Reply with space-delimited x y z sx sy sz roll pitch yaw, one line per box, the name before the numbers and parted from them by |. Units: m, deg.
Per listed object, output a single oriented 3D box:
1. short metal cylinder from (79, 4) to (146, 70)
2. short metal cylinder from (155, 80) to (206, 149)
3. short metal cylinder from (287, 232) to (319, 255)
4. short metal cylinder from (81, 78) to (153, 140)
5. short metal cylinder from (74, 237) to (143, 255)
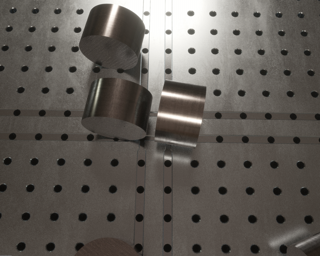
short metal cylinder | -0.065 -0.123 0.427 0.080 0.080 0.050 10 71 3
short metal cylinder | 0.026 -0.017 0.389 0.050 0.080 0.080 10 70 3
short metal cylinder | 0.182 0.154 0.329 0.050 0.080 0.080 -21 72 -8
short metal cylinder | -0.053 -0.021 0.390 0.080 0.080 0.050 8 70 2
short metal cylinder | -0.056 0.162 0.339 0.081 0.050 0.080 0 70 0
